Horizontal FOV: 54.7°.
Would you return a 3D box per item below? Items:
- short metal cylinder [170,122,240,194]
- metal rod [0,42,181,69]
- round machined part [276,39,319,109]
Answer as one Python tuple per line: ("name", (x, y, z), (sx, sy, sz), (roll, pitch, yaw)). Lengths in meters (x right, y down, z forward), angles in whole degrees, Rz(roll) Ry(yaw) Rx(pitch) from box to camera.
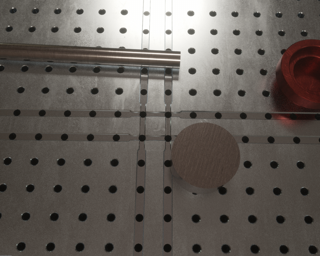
("short metal cylinder", (0.053, 0.039, 0.385), (0.081, 0.050, 0.080), (0, 70, 0))
("metal rod", (-0.122, -0.106, 0.448), (0.302, 0.025, 0.025), (3, 70, 0))
("round machined part", (0.210, -0.071, 0.431), (0.099, 0.042, 0.098), (0, 70, -1))
